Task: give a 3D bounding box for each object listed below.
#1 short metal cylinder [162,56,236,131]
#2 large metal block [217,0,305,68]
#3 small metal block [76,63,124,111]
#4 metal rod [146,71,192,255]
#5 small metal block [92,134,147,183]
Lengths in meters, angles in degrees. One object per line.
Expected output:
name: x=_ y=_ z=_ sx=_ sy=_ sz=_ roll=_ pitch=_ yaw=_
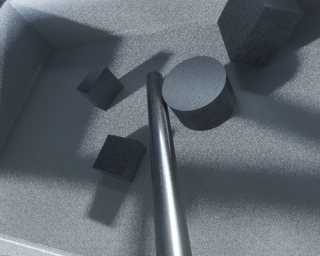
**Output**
short metal cylinder: x=0.050 y=-0.043 z=0.389 sx=0.080 sy=0.050 sz=0.080 roll=-13 pitch=56 yaw=20
large metal block: x=0.118 y=-0.134 z=0.382 sx=0.050 sy=0.080 sz=0.080 roll=4 pitch=54 yaw=-17
small metal block: x=-0.090 y=-0.062 z=0.473 sx=0.025 sy=0.050 sz=0.050 roll=23 pitch=74 yaw=36
metal rod: x=0.001 y=0.012 z=0.331 sx=0.025 sy=0.025 sz=0.300 roll=-25 pitch=32 yaw=12
small metal block: x=-0.053 y=0.039 z=0.408 sx=0.050 sy=0.025 sz=0.050 roll=10 pitch=67 yaw=32
